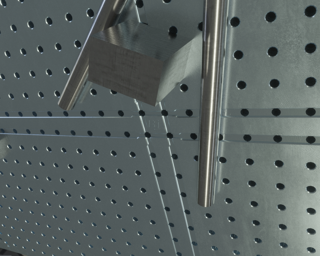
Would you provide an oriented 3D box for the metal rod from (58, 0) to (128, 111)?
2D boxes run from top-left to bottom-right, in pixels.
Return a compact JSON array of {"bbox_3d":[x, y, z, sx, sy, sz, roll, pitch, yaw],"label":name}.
[{"bbox_3d":[-0.065,-0.125,0.366,0.025,0.025,0.298,40,129,0],"label":"metal rod"}]

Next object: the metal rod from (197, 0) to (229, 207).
[{"bbox_3d":[0.059,-0.025,0.363,0.025,0.025,0.298,11,123,22],"label":"metal rod"}]

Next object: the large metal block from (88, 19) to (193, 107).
[{"bbox_3d":[-0.020,-0.075,0.339,0.080,0.080,0.050,22,127,14],"label":"large metal block"}]
